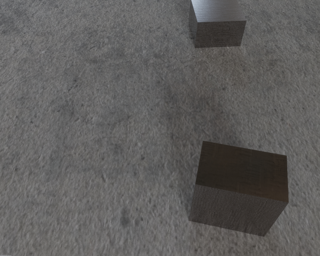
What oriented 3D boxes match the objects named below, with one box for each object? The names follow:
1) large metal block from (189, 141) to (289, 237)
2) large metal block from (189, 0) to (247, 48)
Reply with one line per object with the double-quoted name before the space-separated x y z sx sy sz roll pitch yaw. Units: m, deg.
"large metal block" 0.076 0.063 0.315 0.080 0.080 0.050 10 51 8
"large metal block" 0.098 -0.187 0.546 0.081 0.050 0.080 -3 50 -3
